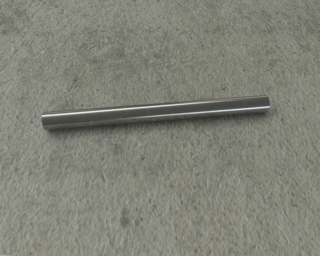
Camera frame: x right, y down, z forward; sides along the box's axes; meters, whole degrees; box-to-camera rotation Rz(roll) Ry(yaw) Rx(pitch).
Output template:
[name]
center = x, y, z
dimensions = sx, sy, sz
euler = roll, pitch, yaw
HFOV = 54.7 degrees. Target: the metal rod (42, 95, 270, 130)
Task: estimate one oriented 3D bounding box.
[metal rod]
center = -0.002, -0.021, 0.420
dimensions = 0.302, 0.025, 0.025
euler = -5, 50, -5
